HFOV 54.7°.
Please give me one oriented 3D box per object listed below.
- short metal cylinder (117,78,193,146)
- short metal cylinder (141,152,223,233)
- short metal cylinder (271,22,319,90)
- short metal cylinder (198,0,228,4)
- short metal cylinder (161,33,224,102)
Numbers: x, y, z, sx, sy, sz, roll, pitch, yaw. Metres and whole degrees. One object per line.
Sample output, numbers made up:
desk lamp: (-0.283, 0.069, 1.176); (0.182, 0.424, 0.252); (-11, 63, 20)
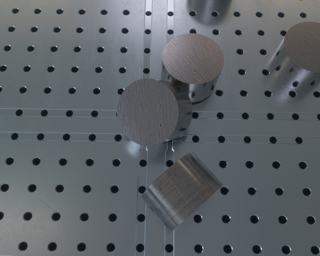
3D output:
short metal cylinder: (-0.006, -0.020, 0.387); (0.080, 0.050, 0.079); (2, 95, 24)
short metal cylinder: (0.026, 0.073, 0.356); (0.080, 0.080, 0.050); (-39, 75, -13)
short metal cylinder: (0.206, -0.101, 0.437); (0.081, 0.050, 0.080); (0, 70, 0)
short metal cylinder: (0.086, -0.245, 0.488); (0.081, 0.050, 0.080); (0, 70, 0)
short metal cylinder: (0.043, -0.082, 0.426); (0.081, 0.050, 0.080); (1, 67, -2)
